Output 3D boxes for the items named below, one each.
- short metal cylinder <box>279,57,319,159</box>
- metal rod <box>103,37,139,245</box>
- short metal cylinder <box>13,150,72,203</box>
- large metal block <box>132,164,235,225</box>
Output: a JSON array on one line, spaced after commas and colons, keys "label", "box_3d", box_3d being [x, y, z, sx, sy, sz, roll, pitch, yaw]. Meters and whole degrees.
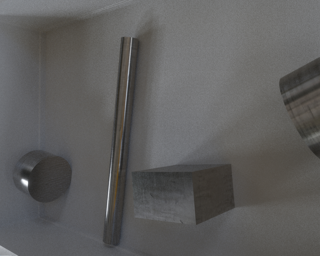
[{"label": "short metal cylinder", "box_3d": [0.142, -0.019, 0.253, 0.050, 0.081, 0.080, -31, 71, 35]}, {"label": "metal rod", "box_3d": [-0.058, 0.021, 0.451, 0.025, 0.025, 0.298, 10, 96, 39]}, {"label": "short metal cylinder", "box_3d": [-0.202, 0.082, 0.534, 0.050, 0.081, 0.079, 12, 98, 39]}, {"label": "large metal block", "box_3d": [0.027, 0.070, 0.347, 0.080, 0.081, 0.050, -7, 86, 39]}]
